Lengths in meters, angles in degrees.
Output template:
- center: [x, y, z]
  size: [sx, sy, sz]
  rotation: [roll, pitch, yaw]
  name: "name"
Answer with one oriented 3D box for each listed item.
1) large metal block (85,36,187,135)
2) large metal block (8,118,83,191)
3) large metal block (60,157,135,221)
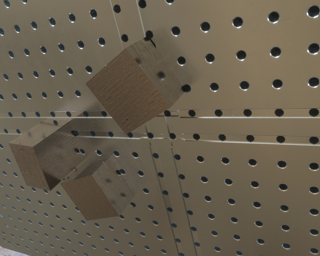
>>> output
- center: [-0.029, -0.050, 0.380]
  size: [0.080, 0.050, 0.080]
  rotation: [-30, 102, 38]
  name: "large metal block"
- center: [-0.179, 0.040, 0.496]
  size: [0.050, 0.080, 0.080]
  rotation: [6, 121, 25]
  name: "large metal block"
- center: [-0.103, 0.102, 0.513]
  size: [0.080, 0.050, 0.080]
  rotation: [-19, 108, 35]
  name: "large metal block"
